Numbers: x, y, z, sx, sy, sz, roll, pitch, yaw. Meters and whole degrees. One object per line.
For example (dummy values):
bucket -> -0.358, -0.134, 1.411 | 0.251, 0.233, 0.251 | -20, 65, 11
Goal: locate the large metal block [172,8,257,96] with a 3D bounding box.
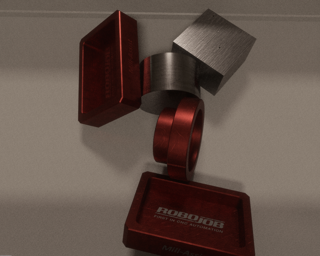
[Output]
large metal block -> 0.072, -0.106, 0.431 | 0.080, 0.050, 0.080 | 37, 68, 12

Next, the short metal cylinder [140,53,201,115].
short metal cylinder -> 0.012, -0.054, 0.400 | 0.081, 0.080, 0.050 | 0, 70, 0

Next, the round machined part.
round machined part -> 0.022, 0.011, 0.368 | 0.042, 0.098, 0.098 | 10, 70, 15

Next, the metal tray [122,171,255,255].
metal tray -> 0.034, 0.100, 0.345 | 0.131, 0.030, 0.090 | 12, 33, 4

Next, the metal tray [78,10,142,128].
metal tray -> -0.068, -0.075, 0.404 | 0.090, 0.030, 0.129 | -21, 64, 39
